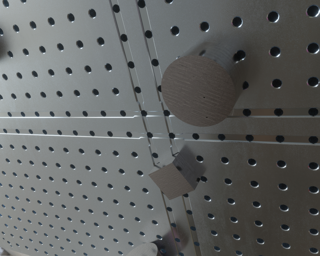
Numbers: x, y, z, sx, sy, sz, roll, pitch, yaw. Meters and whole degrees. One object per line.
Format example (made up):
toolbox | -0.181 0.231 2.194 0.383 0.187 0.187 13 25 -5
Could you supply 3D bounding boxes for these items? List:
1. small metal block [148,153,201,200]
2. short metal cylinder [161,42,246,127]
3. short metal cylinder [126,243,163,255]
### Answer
small metal block | 0.020 0.070 0.444 0.050 0.025 0.050 -32 101 38
short metal cylinder | 0.048 -0.048 0.340 0.080 0.050 0.079 13 124 21
short metal cylinder | -0.026 0.251 0.545 0.080 0.080 0.050 -21 107 36
